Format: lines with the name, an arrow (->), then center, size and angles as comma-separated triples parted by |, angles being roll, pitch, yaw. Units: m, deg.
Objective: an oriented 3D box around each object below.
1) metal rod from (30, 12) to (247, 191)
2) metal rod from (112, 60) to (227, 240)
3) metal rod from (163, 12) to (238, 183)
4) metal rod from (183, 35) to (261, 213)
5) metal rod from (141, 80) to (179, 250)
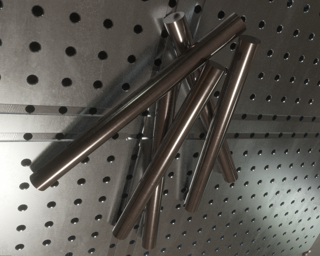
metal rod -> -0.029, -0.026, 0.359 | 0.300, 0.025, 0.025 | -38, 130, 5
metal rod -> 0.000, 0.047, 0.410 | 0.025, 0.025, 0.298 | 8, 124, -33
metal rod -> 0.069, -0.019, 0.438 | 0.025, 0.025, 0.299 | -33, 129, -7
metal rod -> 0.076, 0.017, 0.435 | 0.025, 0.025, 0.298 | -8, 132, -24
metal rod -> -0.004, 0.066, 0.451 | 0.025, 0.025, 0.298 | -8, 122, -25
